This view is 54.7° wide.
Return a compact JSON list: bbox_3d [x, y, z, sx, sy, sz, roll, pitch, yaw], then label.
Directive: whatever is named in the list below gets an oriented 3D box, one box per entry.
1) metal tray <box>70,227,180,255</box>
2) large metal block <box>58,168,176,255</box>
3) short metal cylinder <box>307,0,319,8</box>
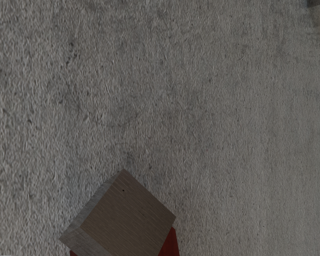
[{"bbox_3d":[-0.032,0.170,0.357,0.131,0.030,0.090,3,69,-40],"label":"metal tray"},{"bbox_3d":[-0.041,0.104,0.324,0.080,0.050,0.080,45,42,-8],"label":"large metal block"},{"bbox_3d":[0.360,-0.297,0.670,0.081,0.080,0.050,-26,107,-37],"label":"short metal cylinder"}]
